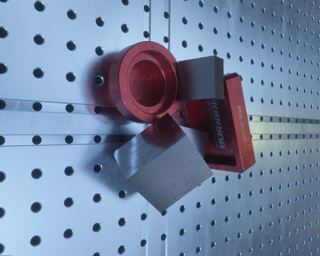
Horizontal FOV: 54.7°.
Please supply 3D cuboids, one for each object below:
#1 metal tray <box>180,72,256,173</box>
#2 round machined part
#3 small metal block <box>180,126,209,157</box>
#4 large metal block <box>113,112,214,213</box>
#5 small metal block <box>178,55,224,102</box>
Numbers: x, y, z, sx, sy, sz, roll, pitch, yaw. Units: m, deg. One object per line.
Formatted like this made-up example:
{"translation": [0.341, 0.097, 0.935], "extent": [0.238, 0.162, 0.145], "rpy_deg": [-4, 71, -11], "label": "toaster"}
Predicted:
{"translation": [0.077, -0.006, 0.434], "extent": [0.030, 0.090, 0.129], "rpy_deg": [-23, 105, -38], "label": "metal tray"}
{"translation": [-0.021, -0.054, 0.382], "extent": [0.099, 0.042, 0.097], "rpy_deg": [0, 90, -40], "label": "round machined part"}
{"translation": [0.037, 0.026, 0.436], "extent": [0.050, 0.025, 0.050], "rpy_deg": [14, 86, -28], "label": "small metal block"}
{"translation": [0.005, 0.043, 0.370], "extent": [0.080, 0.050, 0.080], "rpy_deg": [-37, 130, 0], "label": "large metal block"}
{"translation": [0.051, -0.059, 0.384], "extent": [0.025, 0.050, 0.050], "rpy_deg": [0, 89, -55], "label": "small metal block"}
